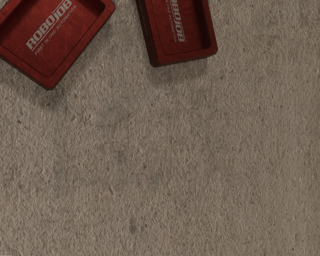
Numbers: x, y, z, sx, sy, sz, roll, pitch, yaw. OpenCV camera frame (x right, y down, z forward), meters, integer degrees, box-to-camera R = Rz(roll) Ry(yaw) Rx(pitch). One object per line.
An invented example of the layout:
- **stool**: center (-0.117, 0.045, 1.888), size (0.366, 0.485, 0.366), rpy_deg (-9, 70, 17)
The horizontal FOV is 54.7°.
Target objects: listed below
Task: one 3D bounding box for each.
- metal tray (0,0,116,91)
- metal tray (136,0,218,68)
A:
- **metal tray**: center (-0.126, -0.120, 0.359), size (0.090, 0.030, 0.130), rpy_deg (37, 78, -17)
- **metal tray**: center (0.020, -0.154, 0.414), size (0.091, 0.030, 0.129), rpy_deg (-15, 95, -20)
